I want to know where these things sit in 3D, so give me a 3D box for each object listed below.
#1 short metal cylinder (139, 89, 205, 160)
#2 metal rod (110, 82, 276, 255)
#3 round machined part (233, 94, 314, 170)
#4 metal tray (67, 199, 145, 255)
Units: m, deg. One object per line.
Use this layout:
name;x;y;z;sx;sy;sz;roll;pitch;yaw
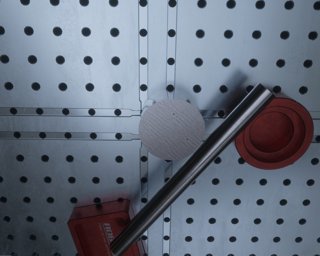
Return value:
short metal cylinder;0.014;-0.006;0.398;0.081;0.050;0.079;0;110;0
metal rod;0.030;0.064;0.398;0.025;0.025;0.299;36;108;-13
round machined part;0.143;0.002;0.406;0.099;0.042;0.097;0;110;0
metal tray;-0.077;0.179;0.475;0.090;0.030;0.129;-11;110;4
